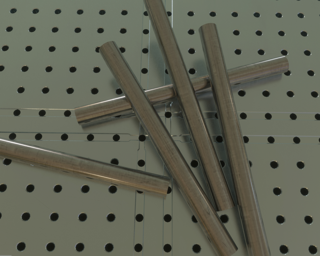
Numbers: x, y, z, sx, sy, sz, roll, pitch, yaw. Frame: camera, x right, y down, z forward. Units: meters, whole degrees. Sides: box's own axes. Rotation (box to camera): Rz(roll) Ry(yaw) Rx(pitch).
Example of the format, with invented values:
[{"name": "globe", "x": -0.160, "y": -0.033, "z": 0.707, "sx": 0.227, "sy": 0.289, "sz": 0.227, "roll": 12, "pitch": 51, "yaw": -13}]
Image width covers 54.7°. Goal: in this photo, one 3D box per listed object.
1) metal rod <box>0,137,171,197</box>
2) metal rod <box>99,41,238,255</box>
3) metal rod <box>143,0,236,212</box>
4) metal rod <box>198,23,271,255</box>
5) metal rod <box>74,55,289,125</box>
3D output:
[{"name": "metal rod", "x": -0.136, "y": 0.040, "z": 0.395, "sx": 0.302, "sy": 0.025, "sz": 0.025, "roll": 13, "pitch": 71, "yaw": 4}, {"name": "metal rod", "x": 0.005, "y": 0.019, "z": 0.386, "sx": 0.025, "sy": 0.025, "sz": 0.299, "roll": -29, "pitch": 80, "yaw": -10}, {"name": "metal rod", "x": 0.034, "y": -0.042, "z": 0.402, "sx": 0.025, "sy": 0.025, "sz": 0.299, "roll": -17, "pitch": 80, "yaw": -6}, {"name": "metal rod", "x": 0.091, "y": 0.006, "z": 0.393, "sx": 0.025, "sy": 0.025, "sz": 0.299, "roll": -9, "pitch": 77, "yaw": -4}, {"name": "metal rod", "x": 0.034, "y": -0.054, "z": 0.431, "sx": 0.302, "sy": 0.025, "sz": 0.025, "roll": -15, "pitch": 71, "yaw": -6}]
